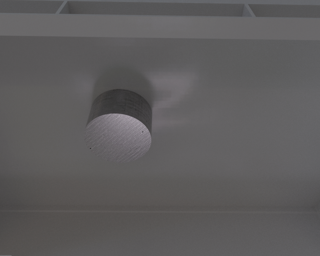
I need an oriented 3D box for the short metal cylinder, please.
[{"bbox_3d":[-0.051,-0.002,0.390,0.080,0.050,0.080,0,130,0],"label":"short metal cylinder"}]
